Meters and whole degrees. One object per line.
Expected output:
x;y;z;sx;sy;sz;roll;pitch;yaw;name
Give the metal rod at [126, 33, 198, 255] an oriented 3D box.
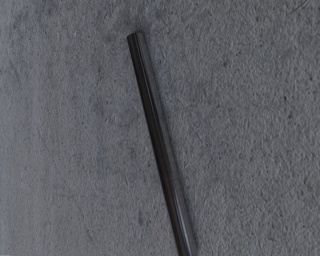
0.000;0.015;0.406;0.025;0.025;0.299;-22;76;38;metal rod
